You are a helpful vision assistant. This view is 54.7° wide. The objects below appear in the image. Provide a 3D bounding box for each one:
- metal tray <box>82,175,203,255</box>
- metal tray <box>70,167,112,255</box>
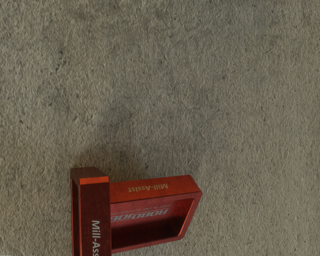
[{"bbox_3d":[-0.023,0.103,0.367,0.131,0.030,0.089,-1,125,-26],"label":"metal tray"},{"bbox_3d":[-0.079,0.113,0.345,0.030,0.090,0.129,-1,91,-22],"label":"metal tray"}]
